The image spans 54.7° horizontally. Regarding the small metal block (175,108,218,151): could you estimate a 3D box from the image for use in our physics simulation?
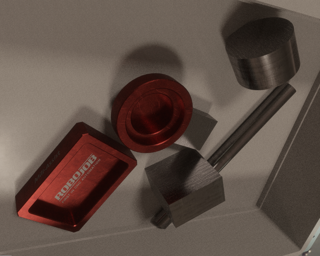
[{"bbox_3d":[0.045,0.000,0.435,0.050,0.025,0.050,18,109,-36],"label":"small metal block"}]

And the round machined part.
[{"bbox_3d":[-0.013,-0.021,0.379,0.099,0.042,0.097,-14,124,-21],"label":"round machined part"}]

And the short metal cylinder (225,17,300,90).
[{"bbox_3d":[0.129,-0.093,0.388,0.080,0.080,0.050,-37,130,-4],"label":"short metal cylinder"}]

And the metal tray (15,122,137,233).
[{"bbox_3d":[-0.103,0.066,0.390,0.130,0.030,0.090,-49,129,6],"label":"metal tray"}]

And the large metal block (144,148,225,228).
[{"bbox_3d":[0.035,0.081,0.444,0.081,0.080,0.050,-25,128,-14],"label":"large metal block"}]

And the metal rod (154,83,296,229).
[{"bbox_3d":[0.101,0.046,0.494,0.300,0.025,0.025,-48,129,5],"label":"metal rod"}]
